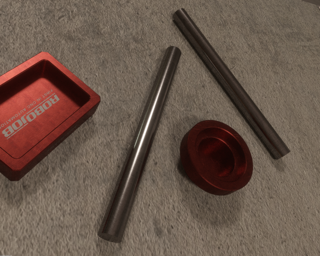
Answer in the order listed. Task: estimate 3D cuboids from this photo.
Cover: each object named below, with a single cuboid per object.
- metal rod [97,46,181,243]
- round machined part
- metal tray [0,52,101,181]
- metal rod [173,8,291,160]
[{"bbox_3d":[-0.015,-0.005,0.400,0.025,0.025,0.300,27,52,-12],"label":"metal rod"},{"bbox_3d":[0.069,0.042,0.407,0.099,0.042,0.098,14,56,-21],"label":"round machined part"},{"bbox_3d":[-0.140,-0.018,0.336,0.090,0.030,0.131,41,51,-1],"label":"metal tray"},{"bbox_3d":[0.113,-0.079,0.515,0.025,0.025,0.299,-24,75,-37],"label":"metal rod"}]
